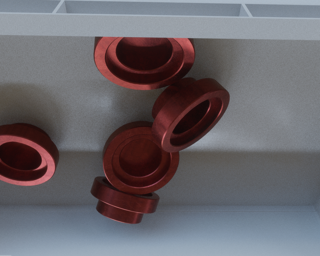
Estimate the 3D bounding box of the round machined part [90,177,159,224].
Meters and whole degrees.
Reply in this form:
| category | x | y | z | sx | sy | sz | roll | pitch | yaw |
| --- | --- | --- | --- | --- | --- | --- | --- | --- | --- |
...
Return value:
| category | x | y | z | sx | sy | sz | roll | pitch | yaw |
| --- | --- | --- | --- | --- | --- | --- | --- | --- | --- |
| round machined part | -0.053 | 0.106 | 0.449 | 0.099 | 0.098 | 0.042 | 18 | 88 | -16 |

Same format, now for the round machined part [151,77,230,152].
| category | x | y | z | sx | sy | sz | roll | pitch | yaw |
| --- | --- | --- | --- | --- | --- | --- | --- | --- | --- |
| round machined part | 0.030 | -0.020 | 0.361 | 0.099 | 0.042 | 0.098 | -31 | 153 | -18 |

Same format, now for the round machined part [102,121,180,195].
| category | x | y | z | sx | sy | sz | roll | pitch | yaw |
| --- | --- | --- | --- | --- | --- | --- | --- | --- | --- |
| round machined part | -0.027 | 0.036 | 0.414 | 0.099 | 0.042 | 0.097 | -4 | 111 | -12 |

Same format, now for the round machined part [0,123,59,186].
| category | x | y | z | sx | sy | sz | roll | pitch | yaw |
| --- | --- | --- | --- | --- | --- | --- | --- | --- | --- |
| round machined part | -0.187 | 0.032 | 0.422 | 0.099 | 0.042 | 0.097 | -1 | 130 | 0 |

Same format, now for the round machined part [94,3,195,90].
| category | x | y | z | sx | sy | sz | roll | pitch | yaw |
| --- | --- | --- | --- | --- | --- | --- | --- | --- | --- |
| round machined part | -0.016 | -0.084 | 0.313 | 0.099 | 0.042 | 0.098 | -3 | 150 | -1 |
